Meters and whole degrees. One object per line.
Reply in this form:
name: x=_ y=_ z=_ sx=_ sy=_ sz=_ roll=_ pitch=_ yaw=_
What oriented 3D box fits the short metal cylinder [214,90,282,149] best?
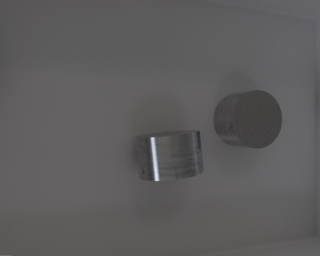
short metal cylinder: x=0.125 y=-0.012 z=0.443 sx=0.081 sy=0.050 sz=0.080 roll=0 pitch=90 yaw=-20

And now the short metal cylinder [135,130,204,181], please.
short metal cylinder: x=0.012 y=0.032 z=0.386 sx=0.081 sy=0.080 sz=0.050 roll=-7 pitch=93 yaw=-20
